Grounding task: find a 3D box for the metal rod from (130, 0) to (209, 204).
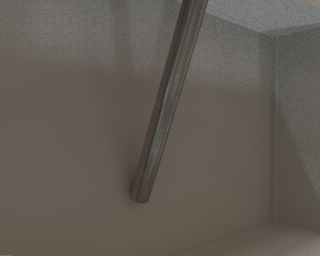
[{"bbox_3d":[0.013,-0.049,0.339,0.025,0.025,0.298,-1,115,-40],"label":"metal rod"}]
